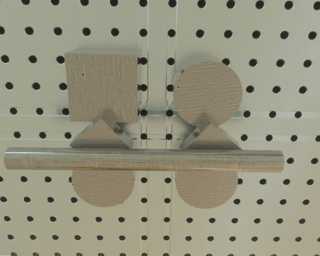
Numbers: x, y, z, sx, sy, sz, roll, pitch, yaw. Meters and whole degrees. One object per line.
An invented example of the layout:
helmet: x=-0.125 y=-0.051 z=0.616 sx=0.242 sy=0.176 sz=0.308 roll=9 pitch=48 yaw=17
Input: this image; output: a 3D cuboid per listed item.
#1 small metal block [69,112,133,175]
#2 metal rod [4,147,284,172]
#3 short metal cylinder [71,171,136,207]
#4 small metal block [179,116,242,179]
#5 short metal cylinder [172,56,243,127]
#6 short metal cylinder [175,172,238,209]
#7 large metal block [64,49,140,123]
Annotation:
small metal block: x=-0.068 y=0.018 z=0.366 sx=0.050 sy=0.025 sz=0.050 roll=-38 pitch=106 yaw=13
metal rod: x=-0.016 y=0.036 z=0.346 sx=0.302 sy=0.025 sz=0.025 roll=1 pitch=110 yaw=-1
short metal cylinder: x=-0.073 y=0.059 z=0.420 sx=0.081 sy=0.050 sz=0.079 roll=0 pitch=110 yaw=0
small metal block: x=0.059 y=0.023 z=0.369 sx=0.050 sy=0.025 sz=0.050 roll=39 pitch=105 yaw=-13
short metal cylinder: x=0.056 y=-0.046 z=0.383 sx=0.081 sy=0.050 sz=0.079 roll=0 pitch=110 yaw=0
short metal cylinder: x=0.061 y=0.062 z=0.423 sx=0.081 sy=0.050 sz=0.079 roll=0 pitch=110 yaw=0
large metal block: x=-0.066 y=-0.053 z=0.379 sx=0.081 sy=0.050 sz=0.079 roll=1 pitch=110 yaw=-1
